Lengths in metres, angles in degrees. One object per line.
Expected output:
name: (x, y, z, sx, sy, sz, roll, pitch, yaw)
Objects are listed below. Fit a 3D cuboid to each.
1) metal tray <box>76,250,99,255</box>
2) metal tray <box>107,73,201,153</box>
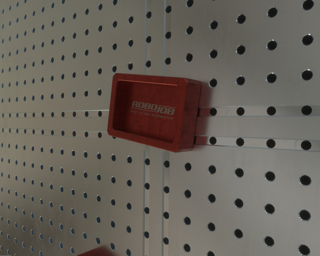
metal tray: (-0.108, 0.276, 0.492, 0.090, 0.030, 0.129, 23, 104, 37)
metal tray: (-0.013, -0.024, 0.414, 0.130, 0.030, 0.089, 12, 97, 39)
